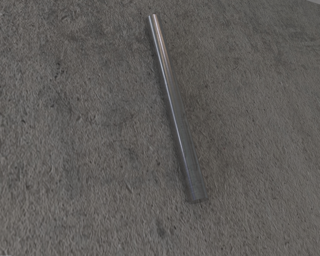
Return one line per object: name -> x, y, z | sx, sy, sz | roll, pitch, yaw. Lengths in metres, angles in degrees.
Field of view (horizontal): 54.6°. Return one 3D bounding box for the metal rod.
metal rod -> 0.018, -0.044, 0.439 | 0.025, 0.025, 0.299 | 2, 61, -27
